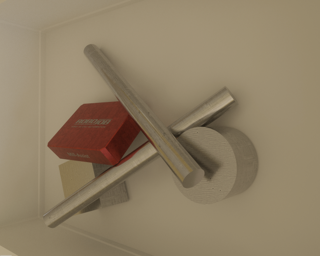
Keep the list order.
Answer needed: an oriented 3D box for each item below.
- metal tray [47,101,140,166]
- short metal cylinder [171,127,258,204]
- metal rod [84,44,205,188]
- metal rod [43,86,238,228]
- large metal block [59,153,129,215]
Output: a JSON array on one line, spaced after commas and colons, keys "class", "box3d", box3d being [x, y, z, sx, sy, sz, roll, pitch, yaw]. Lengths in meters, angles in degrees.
[{"class": "metal tray", "box3d": [-0.089, 0.004, 0.436, 0.130, 0.030, 0.090, 1, 46, 41]}, {"class": "short metal cylinder", "box3d": [0.058, 0.038, 0.338, 0.080, 0.050, 0.079, 0, 90, 39]}, {"class": "metal rod", "box3d": [-0.039, -0.037, 0.397, 0.300, 0.025, 0.025, 50, 120, 42]}, {"class": "metal rod", "box3d": [-0.037, 0.046, 0.385, 0.300, 0.025, 0.025, -35, 68, 19]}, {"class": "large metal block", "box3d": [-0.101, 0.082, 0.466, 0.080, 0.050, 0.080, -24, 75, 37]}]
